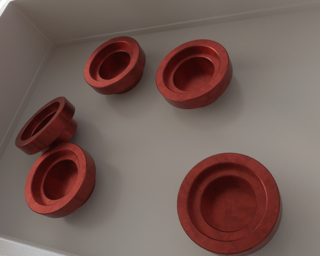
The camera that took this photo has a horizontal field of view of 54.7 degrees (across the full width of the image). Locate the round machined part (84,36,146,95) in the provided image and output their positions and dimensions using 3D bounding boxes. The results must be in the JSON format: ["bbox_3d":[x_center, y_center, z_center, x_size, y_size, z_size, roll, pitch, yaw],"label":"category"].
[{"bbox_3d":[-0.066,-0.092,0.484,0.098,0.042,0.098,-13,56,20],"label":"round machined part"}]

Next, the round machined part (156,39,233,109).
[{"bbox_3d":[0.048,-0.066,0.409,0.098,0.042,0.098,-13,56,20],"label":"round machined part"}]

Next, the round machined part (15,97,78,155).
[{"bbox_3d":[-0.163,0.002,0.464,0.098,0.042,0.098,-28,33,21],"label":"round machined part"}]

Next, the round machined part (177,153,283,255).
[{"bbox_3d":[0.070,0.078,0.310,0.098,0.042,0.098,-13,56,20],"label":"round machined part"}]

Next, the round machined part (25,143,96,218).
[{"bbox_3d":[-0.127,0.072,0.415,0.098,0.042,0.098,-13,56,20],"label":"round machined part"}]
